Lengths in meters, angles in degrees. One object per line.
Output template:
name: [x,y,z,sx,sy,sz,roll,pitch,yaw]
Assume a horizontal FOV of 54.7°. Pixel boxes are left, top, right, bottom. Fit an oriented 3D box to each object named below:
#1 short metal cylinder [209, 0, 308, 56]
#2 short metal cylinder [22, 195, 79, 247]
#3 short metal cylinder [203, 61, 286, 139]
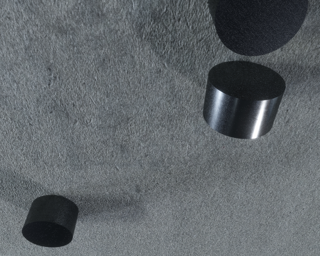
short metal cylinder: [0.089,-0.116,0.293,0.081,0.050,0.079,0,130,0]
short metal cylinder: [-0.183,0.158,0.524,0.081,0.050,0.079,0,130,0]
short metal cylinder: [0.091,-0.033,0.344,0.081,0.080,0.050,1,130,-1]
